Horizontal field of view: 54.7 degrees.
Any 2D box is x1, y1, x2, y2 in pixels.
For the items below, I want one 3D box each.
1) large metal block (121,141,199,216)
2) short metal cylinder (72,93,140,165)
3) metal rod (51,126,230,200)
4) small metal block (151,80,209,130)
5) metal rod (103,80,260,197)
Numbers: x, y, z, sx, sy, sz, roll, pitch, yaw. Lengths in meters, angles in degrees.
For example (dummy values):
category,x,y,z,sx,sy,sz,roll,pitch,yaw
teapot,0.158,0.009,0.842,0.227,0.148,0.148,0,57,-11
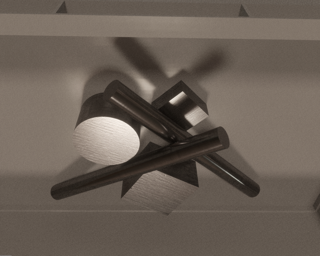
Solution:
category,x,y,z,sx,sy,sz,roll,pitch,yaw
large metal block,-0.001,0.077,0.458,0.080,0.050,0.080,25,125,-21
short metal cylinder,-0.065,0.002,0.393,0.081,0.050,0.079,0,130,0
metal rod,-0.048,0.056,0.413,0.300,0.025,0.025,-22,128,33
small metal block,0.025,-0.024,0.389,0.050,0.025,0.050,-35,122,26
metal rod,0.049,0.030,0.408,0.025,0.025,0.301,-35,131,25
